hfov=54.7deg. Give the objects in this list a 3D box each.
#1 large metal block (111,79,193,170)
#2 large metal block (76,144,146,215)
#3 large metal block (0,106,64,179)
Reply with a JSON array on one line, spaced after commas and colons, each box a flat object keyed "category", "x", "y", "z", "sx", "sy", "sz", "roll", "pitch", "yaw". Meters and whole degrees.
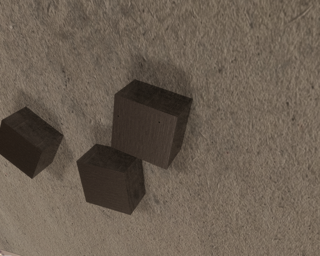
[{"category": "large metal block", "x": -0.012, "y": -0.005, "z": 0.392, "sx": 0.080, "sy": 0.050, "sz": 0.079, "roll": 21, "pitch": 126, "yaw": 15}, {"category": "large metal block", "x": -0.072, "y": 0.077, "z": 0.475, "sx": 0.080, "sy": 0.050, "sz": 0.079, "roll": 10, "pitch": 123, "yaw": 22}, {"category": "large metal block", "x": -0.220, "y": 0.025, "z": 0.519, "sx": 0.080, "sy": 0.050, "sz": 0.080, "roll": 37, "pitch": 129, "yaw": 2}]
